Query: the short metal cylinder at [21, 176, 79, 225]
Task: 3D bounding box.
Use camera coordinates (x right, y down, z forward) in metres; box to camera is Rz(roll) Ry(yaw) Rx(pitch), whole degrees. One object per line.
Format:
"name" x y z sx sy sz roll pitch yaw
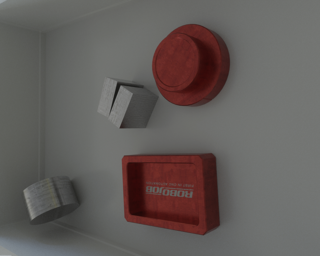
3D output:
"short metal cylinder" -0.183 0.121 0.519 0.080 0.081 0.050 -40 66 32

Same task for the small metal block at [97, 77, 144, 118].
"small metal block" -0.055 -0.041 0.434 0.025 0.050 0.050 25 106 37

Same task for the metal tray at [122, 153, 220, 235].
"metal tray" 0.009 0.078 0.394 0.130 0.030 0.089 -5 87 39

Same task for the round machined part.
"round machined part" 0.029 -0.075 0.370 0.098 0.042 0.097 0 90 39

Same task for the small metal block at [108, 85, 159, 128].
"small metal block" -0.035 -0.027 0.418 0.025 0.050 0.050 36 112 34
